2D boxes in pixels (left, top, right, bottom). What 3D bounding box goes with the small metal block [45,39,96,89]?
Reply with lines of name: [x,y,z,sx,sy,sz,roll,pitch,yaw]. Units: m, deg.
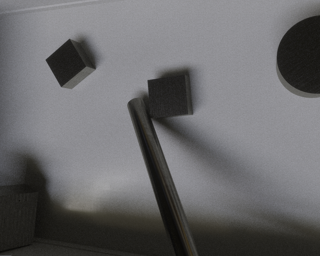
small metal block: [-0.131,-0.093,0.455,0.050,0.025,0.050,-35,79,16]

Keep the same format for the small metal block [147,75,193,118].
small metal block: [0.014,-0.040,0.405,0.050,0.025,0.050,-5,88,19]

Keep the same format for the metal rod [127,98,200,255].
metal rod: [0.010,0.083,0.338,0.025,0.025,0.299,-32,54,17]

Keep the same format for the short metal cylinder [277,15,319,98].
short metal cylinder: [0.170,-0.075,0.338,0.080,0.050,0.079,0,90,19]

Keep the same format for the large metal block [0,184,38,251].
large metal block: [-0.233,0.131,0.454,0.050,0.081,0.079,9,93,44]
